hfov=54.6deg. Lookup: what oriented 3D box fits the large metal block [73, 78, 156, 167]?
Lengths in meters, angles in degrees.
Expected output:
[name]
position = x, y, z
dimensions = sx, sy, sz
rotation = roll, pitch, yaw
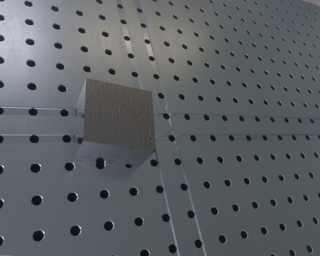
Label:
[large metal block]
position = -0.054, -0.004, 0.365
dimensions = 0.081, 0.050, 0.080
rotation = 9, 58, -24
